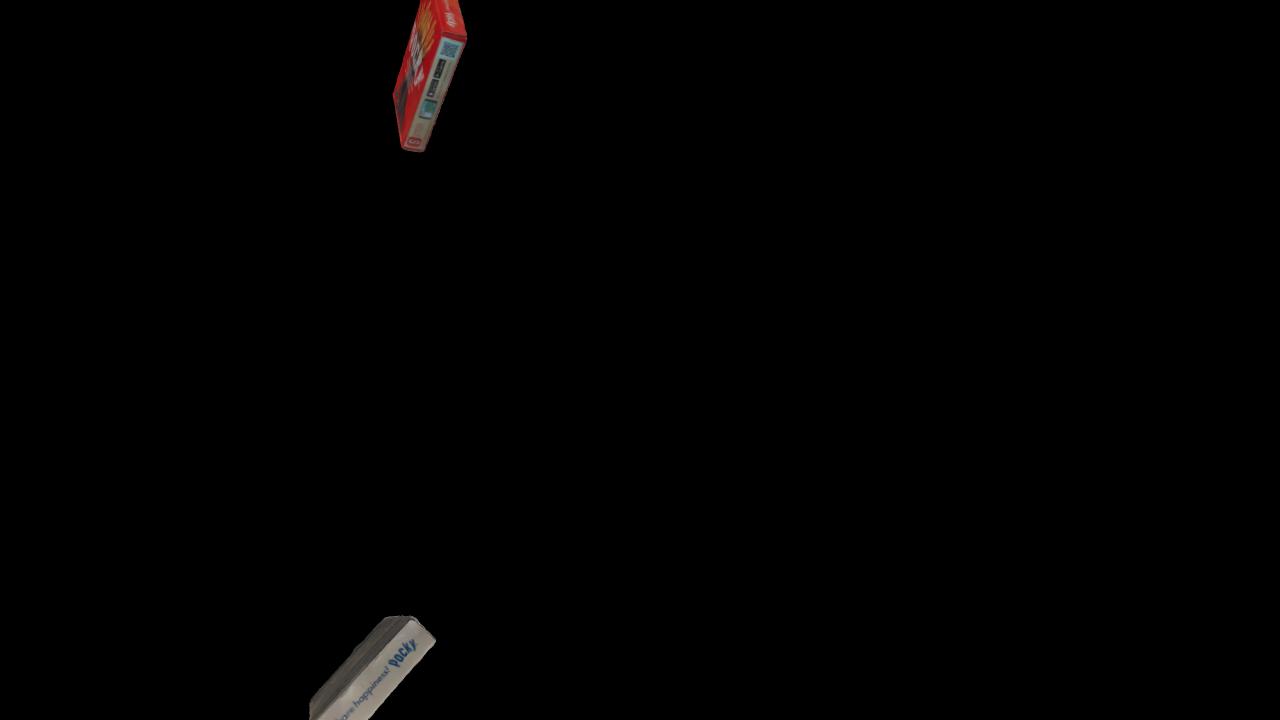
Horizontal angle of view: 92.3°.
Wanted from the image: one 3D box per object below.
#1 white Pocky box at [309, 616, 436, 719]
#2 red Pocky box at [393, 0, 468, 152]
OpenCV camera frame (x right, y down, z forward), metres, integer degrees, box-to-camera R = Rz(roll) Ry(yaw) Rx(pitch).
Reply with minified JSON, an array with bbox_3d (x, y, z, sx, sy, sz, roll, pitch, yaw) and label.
[{"bbox_3d":[-0.203,0.232,0.456,0.084,0.028,0.154,-48,5,-34],"label":"white Pocky box"},{"bbox_3d":[-0.220,-0.299,0.631,0.028,0.083,0.155,1,-28,-36],"label":"red Pocky box"}]
